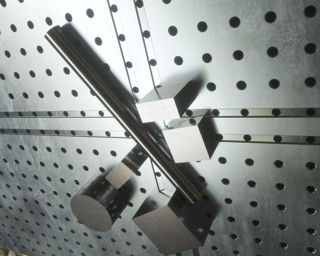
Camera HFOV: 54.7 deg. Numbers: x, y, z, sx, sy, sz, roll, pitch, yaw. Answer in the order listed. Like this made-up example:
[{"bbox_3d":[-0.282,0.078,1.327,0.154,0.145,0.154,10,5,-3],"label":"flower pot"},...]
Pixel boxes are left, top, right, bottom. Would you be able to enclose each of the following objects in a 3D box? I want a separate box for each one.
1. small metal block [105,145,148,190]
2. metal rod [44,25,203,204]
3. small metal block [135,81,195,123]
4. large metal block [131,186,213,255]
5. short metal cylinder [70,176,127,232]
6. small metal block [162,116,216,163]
[{"bbox_3d":[-0.046,0.055,0.452,0.025,0.050,0.050,43,129,-2],"label":"small metal block"},{"bbox_3d":[-0.045,-0.013,0.425,0.025,0.025,0.300,-34,100,38],"label":"metal rod"},{"bbox_3d":[0.007,-0.031,0.371,0.050,0.050,0.025,-6,115,30],"label":"small metal block"},{"bbox_3d":[0.019,0.140,0.471,0.080,0.050,0.080,-33,100,38],"label":"large metal block"},{"bbox_3d":[-0.103,0.129,0.527,0.080,0.050,0.079,13,124,20],"label":"short metal cylinder"},{"bbox_3d":[0.038,0.016,0.400,0.050,0.025,0.050,-10,114,32],"label":"small metal block"}]
